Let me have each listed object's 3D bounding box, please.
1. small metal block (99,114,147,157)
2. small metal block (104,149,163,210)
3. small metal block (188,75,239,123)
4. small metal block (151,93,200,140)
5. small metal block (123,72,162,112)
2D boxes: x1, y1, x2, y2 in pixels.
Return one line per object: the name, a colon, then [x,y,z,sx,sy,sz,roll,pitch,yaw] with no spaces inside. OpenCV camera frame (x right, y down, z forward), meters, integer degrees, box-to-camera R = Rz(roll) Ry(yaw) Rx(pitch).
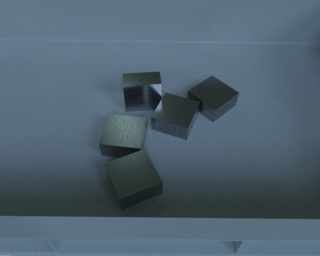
small metal block: [-0.045,0.011,0.395,0.050,0.025,0.050,6,50,4]
small metal block: [-0.030,0.058,0.356,0.050,0.025,0.050,-19,53,-16]
small metal block: [0.075,-0.042,0.442,0.050,0.025,0.050,-35,59,-26]
small metal block: [0.021,-0.017,0.419,0.050,0.025,0.050,17,52,13]
small metal block: [-0.024,-0.050,0.430,0.050,0.050,0.025,-4,50,-4]
